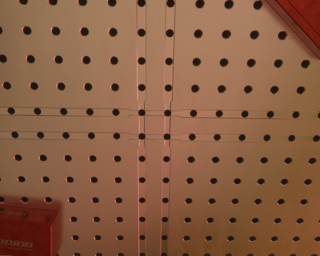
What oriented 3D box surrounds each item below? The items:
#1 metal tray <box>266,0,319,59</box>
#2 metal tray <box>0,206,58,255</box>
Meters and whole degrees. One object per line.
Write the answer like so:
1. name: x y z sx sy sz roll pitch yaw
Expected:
1. metal tray: 0.192 -0.150 0.358 0.130 0.030 0.090 40 105 -14
2. metal tray: -0.226 0.165 0.469 0.131 0.030 0.089 6 110 -3
